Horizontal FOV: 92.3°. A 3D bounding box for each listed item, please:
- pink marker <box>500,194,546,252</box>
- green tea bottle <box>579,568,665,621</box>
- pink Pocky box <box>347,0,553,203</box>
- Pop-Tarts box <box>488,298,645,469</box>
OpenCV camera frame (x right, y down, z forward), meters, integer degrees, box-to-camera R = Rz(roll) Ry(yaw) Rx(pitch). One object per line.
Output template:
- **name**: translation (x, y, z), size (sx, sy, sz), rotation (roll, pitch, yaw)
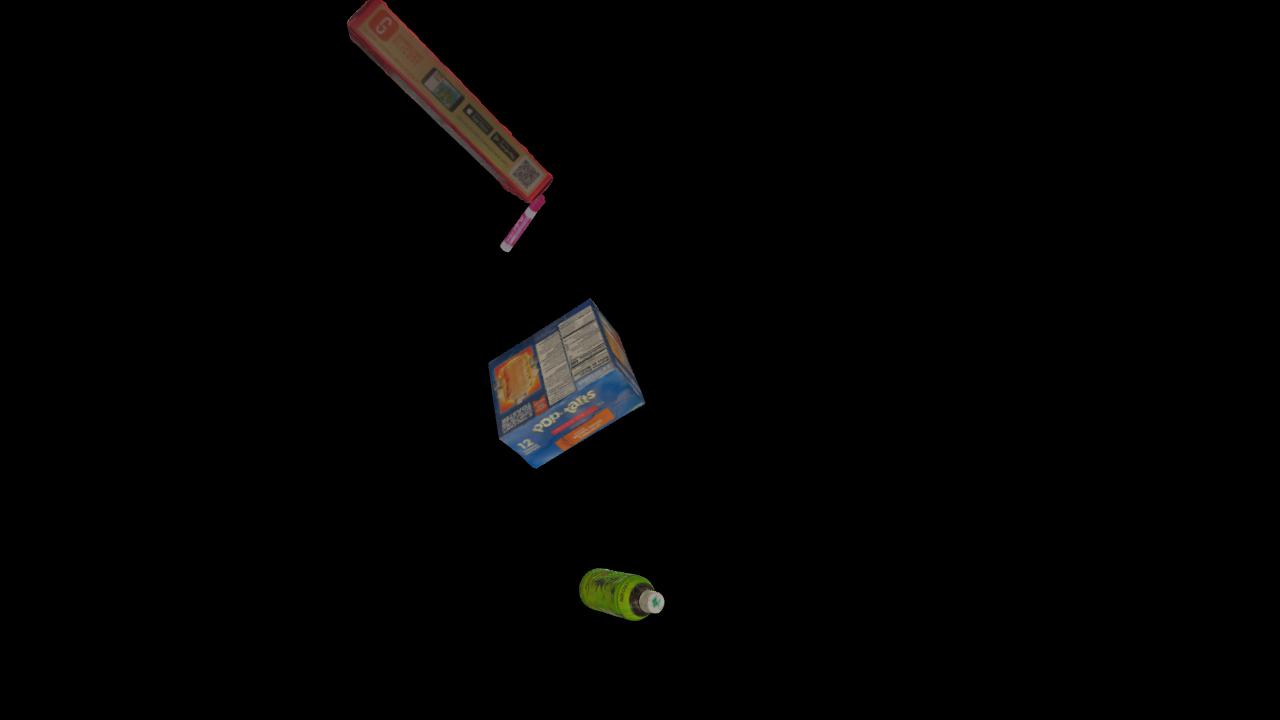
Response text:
- **pink marker**: translation (-0.189, -0.222, 0.995), size (0.020, 0.020, 0.121), rotation (0, -36, -48)
- **green tea bottle**: translation (-0.027, 0.384, 1.004), size (0.073, 0.073, 0.212), rotation (0, -10, -32)
- **pink Pocky box**: translation (-0.133, -0.179, 0.440), size (0.155, 0.029, 0.084), rotation (43, 0, -30)
- **Pop-Tarts box**: translation (-0.097, 0.029, 0.783), size (0.167, 0.141, 0.083), rotation (-32, -46, 9)
